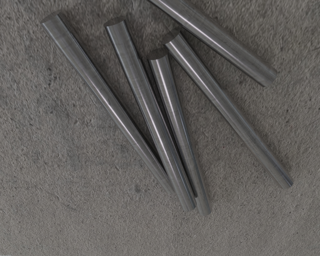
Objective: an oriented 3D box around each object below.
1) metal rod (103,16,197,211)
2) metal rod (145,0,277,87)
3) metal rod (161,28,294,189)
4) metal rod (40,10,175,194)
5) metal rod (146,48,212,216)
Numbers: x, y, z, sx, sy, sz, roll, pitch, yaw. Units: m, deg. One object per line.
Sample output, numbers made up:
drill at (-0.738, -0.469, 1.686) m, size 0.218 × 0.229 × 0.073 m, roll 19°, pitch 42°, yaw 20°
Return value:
metal rod at (0.000, 0.006, 0.399) m, size 0.025 × 0.025 × 0.299 m, roll -14°, pitch 125°, yaw 11°
metal rod at (0.005, -0.126, 0.299) m, size 0.301 × 0.025 × 0.025 m, roll 29°, pitch 124°, yaw -23°
metal rod at (0.103, -0.006, 0.402) m, size 0.025 × 0.025 × 0.300 m, roll -31°, pitch 124°, yaw 23°
metal rod at (-0.045, -0.009, 0.398) m, size 0.025 × 0.025 × 0.299 m, roll -20°, pitch 128°, yaw 16°
metal rod at (0.036, 0.029, 0.431) m, size 0.025 × 0.025 × 0.299 m, roll -12°, pitch 129°, yaw 10°
